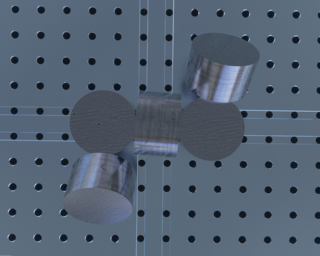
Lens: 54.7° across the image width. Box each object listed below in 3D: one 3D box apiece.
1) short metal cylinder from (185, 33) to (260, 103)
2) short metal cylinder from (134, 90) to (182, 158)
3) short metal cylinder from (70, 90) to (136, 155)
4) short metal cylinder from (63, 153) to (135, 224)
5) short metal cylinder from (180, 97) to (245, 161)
[{"bbox_3d":[0.074,-0.075,0.380,0.081,0.080,0.050,9,132,-1],"label":"short metal cylinder"},{"bbox_3d":[-0.003,-0.005,0.386,0.050,0.080,0.079,5,90,0],"label":"short metal cylinder"},{"bbox_3d":[-0.069,-0.006,0.399,0.081,0.050,0.079,0,90,-1],"label":"short metal cylinder"},{"bbox_3d":[-0.072,0.075,0.379,0.081,0.050,0.079,0,134,1],"label":"short metal cylinder"},{"bbox_3d":[0.063,0.000,0.401,0.081,0.050,0.079,0,90,-1],"label":"short metal cylinder"}]
